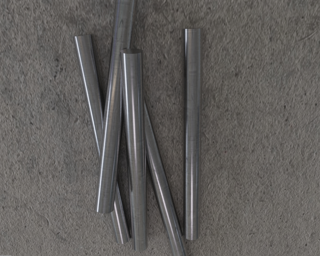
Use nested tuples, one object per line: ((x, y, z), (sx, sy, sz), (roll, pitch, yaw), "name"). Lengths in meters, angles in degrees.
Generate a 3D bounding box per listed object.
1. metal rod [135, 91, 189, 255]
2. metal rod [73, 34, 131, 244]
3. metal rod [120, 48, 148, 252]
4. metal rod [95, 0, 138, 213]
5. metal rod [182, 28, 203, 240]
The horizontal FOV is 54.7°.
((0.002, 0.085, 0.440), (0.025, 0.025, 0.298), (-13, 110, 4), "metal rod")
((-0.074, 0.029, 0.419), (0.025, 0.025, 0.298), (-6, 110, 2), "metal rod")
((-0.031, 0.048, 0.407), (0.025, 0.025, 0.298), (0, 117, 0), "metal rod")
((-0.054, -0.036, 0.378), (0.025, 0.025, 0.298), (8, 104, -3), "metal rod")
((0.043, 0.022, 0.417), (0.025, 0.025, 0.298), (-2, 110, 0), "metal rod")
